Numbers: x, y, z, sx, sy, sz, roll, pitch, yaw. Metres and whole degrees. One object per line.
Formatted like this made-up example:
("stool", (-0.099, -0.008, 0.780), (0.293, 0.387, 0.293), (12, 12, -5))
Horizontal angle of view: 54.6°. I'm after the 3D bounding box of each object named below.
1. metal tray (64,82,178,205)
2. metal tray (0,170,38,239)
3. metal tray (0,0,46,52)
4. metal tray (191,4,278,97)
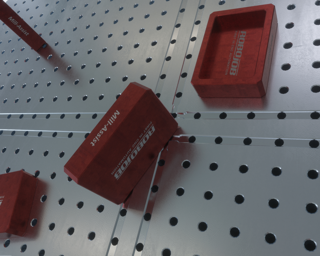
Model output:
("metal tray", (-0.041, 0.021, 0.376), (0.030, 0.090, 0.130), (29, 78, 37))
("metal tray", (-0.253, 0.119, 0.467), (0.130, 0.030, 0.090), (-13, 56, 21))
("metal tray", (-0.306, -0.223, 0.641), (0.030, 0.130, 0.090), (-48, 51, -5))
("metal tray", (0.101, -0.103, 0.415), (0.090, 0.030, 0.130), (3, 63, 29))
